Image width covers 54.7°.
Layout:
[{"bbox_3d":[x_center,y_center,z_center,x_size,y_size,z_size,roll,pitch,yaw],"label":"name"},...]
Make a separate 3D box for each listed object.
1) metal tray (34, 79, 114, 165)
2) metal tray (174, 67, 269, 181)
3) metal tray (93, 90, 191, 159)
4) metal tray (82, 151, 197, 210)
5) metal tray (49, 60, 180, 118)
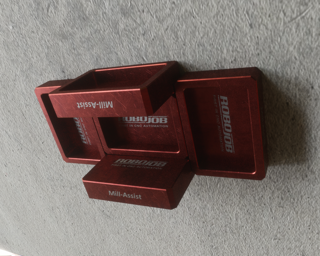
[{"bbox_3d":[-0.123,-0.007,0.463,0.090,0.030,0.129,0,119,27],"label":"metal tray"},{"bbox_3d":[0.074,-0.002,0.364,0.090,0.030,0.129,0,119,27],"label":"metal tray"},{"bbox_3d":[-0.025,-0.007,0.412,0.130,0.030,0.089,1,119,27],"label":"metal tray"},{"bbox_3d":[-0.025,0.060,0.413,0.130,0.090,0.030,1,119,27],"label":"metal tray"},{"bbox_3d":[-0.051,-0.046,0.363,0.130,0.090,0.030,0,119,27],"label":"metal tray"}]
